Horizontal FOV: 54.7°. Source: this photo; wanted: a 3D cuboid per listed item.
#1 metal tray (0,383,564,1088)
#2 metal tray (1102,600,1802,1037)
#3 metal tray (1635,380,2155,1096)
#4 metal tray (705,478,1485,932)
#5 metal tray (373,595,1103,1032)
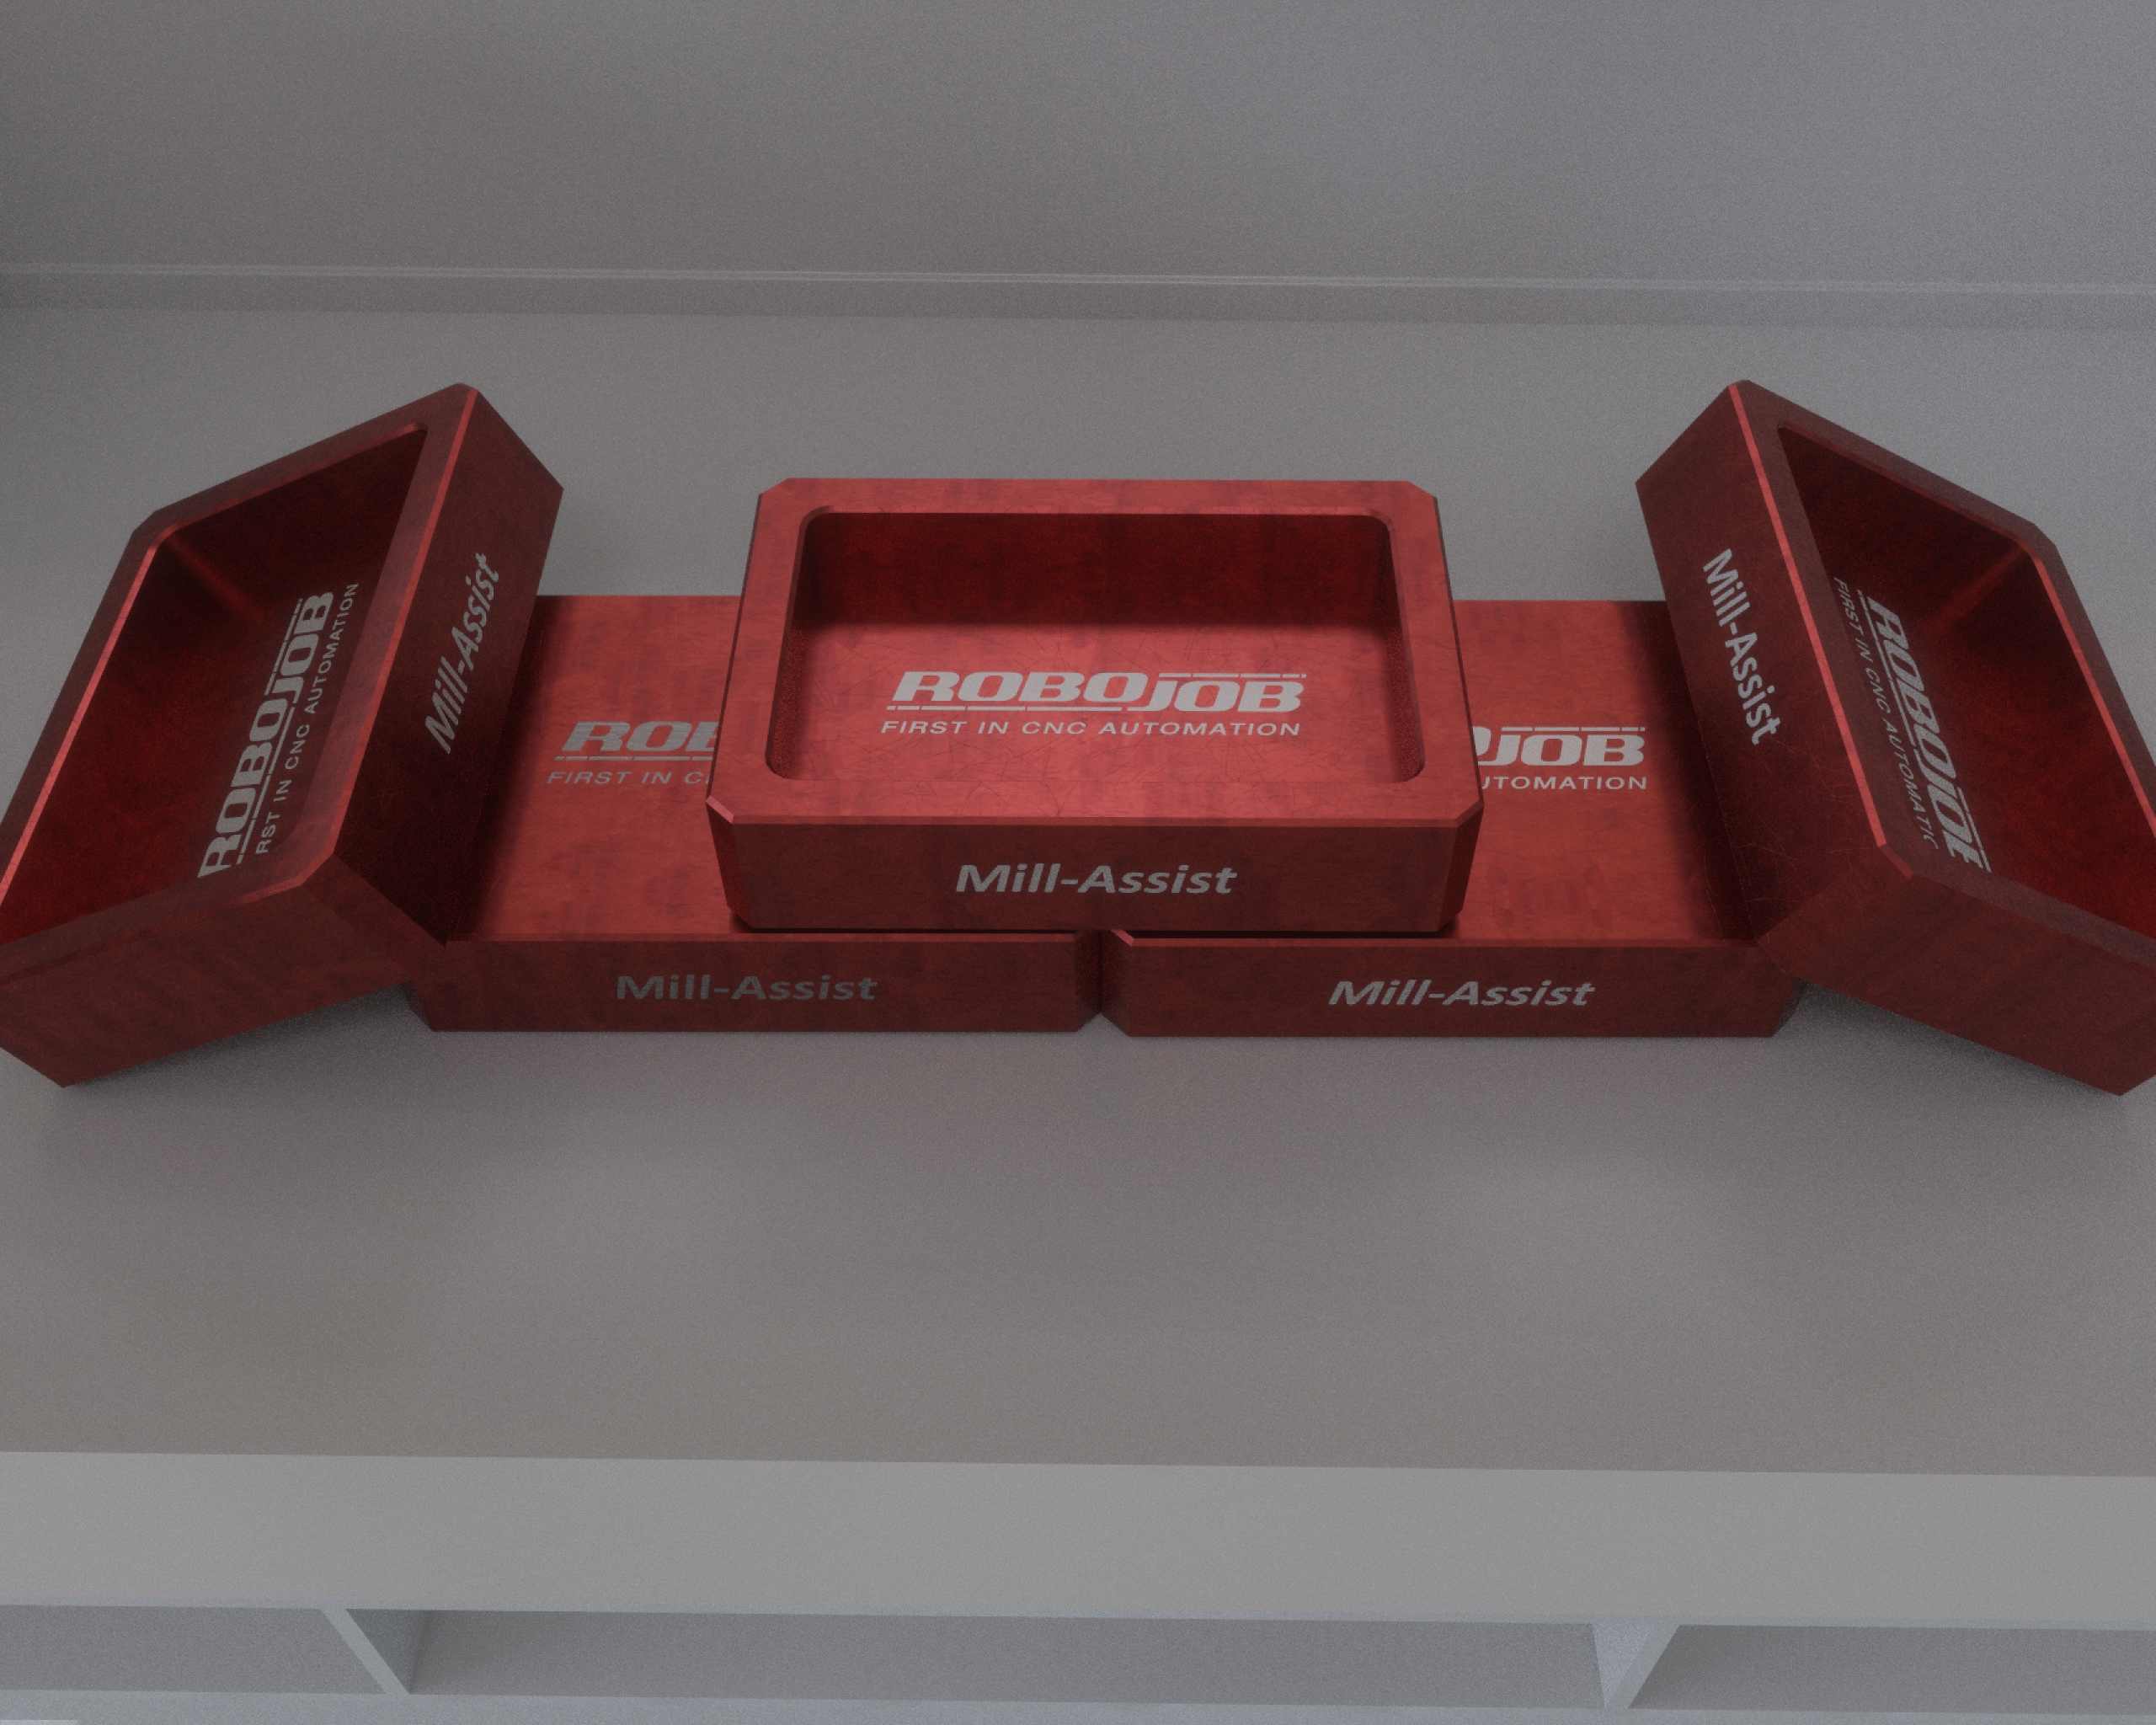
[{"bbox_3d":[-0.154,-0.027,0.399,0.090,0.030,0.130,-16,47,19],"label":"metal tray"},{"bbox_3d":[0.070,-0.011,0.410,0.131,0.030,0.090,0,50,0],"label":"metal tray"},{"bbox_3d":[0.161,-0.027,0.398,0.091,0.030,0.130,19,46,-21],"label":"metal tray"},{"bbox_3d":[0.003,-0.031,0.387,0.131,0.030,0.090,0,49,0],"label":"metal tray"},{"bbox_3d":[-0.061,-0.011,0.410,0.131,0.030,0.090,0,50,0],"label":"metal tray"}]
